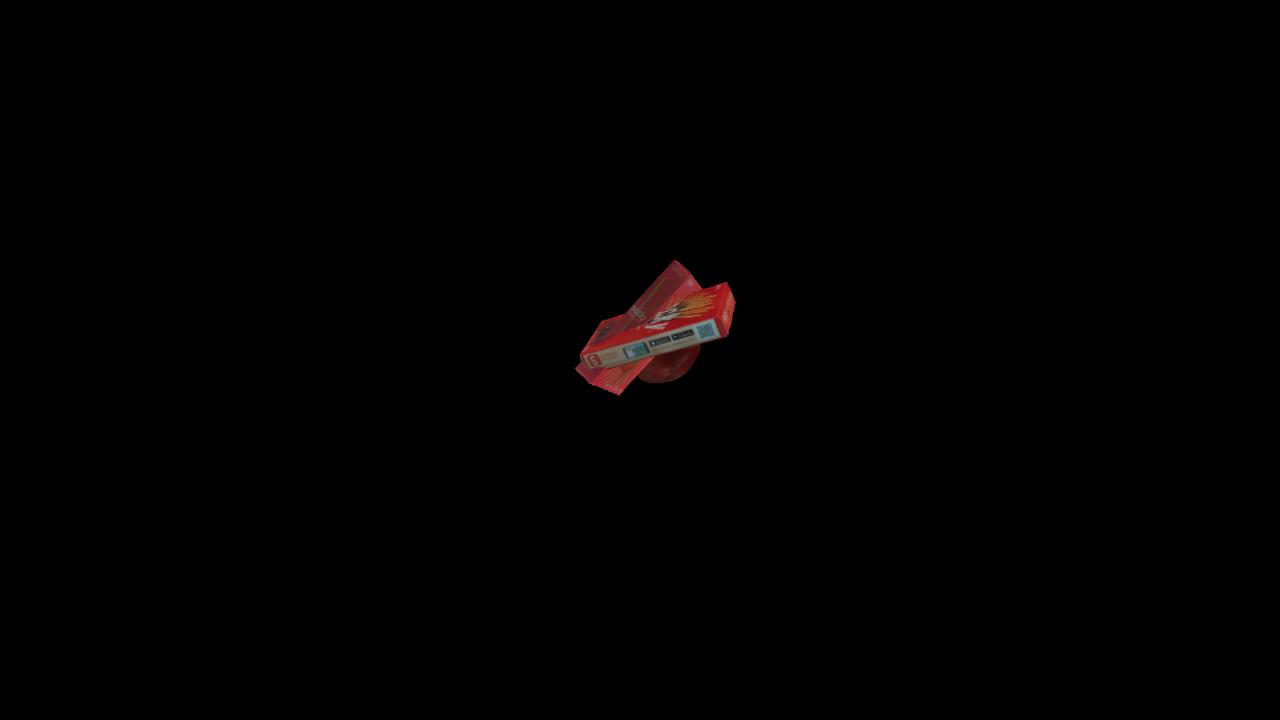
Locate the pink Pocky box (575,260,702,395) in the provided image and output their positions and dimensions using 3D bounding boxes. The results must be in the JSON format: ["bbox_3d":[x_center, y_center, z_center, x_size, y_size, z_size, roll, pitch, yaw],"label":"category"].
[{"bbox_3d":[0.005,-0.031,0.663,0.029,0.155,0.084,44,5,22],"label":"pink Pocky box"}]

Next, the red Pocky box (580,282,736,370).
[{"bbox_3d":[0.019,-0.033,0.635,0.155,0.028,0.083,-15,24,22],"label":"red Pocky box"}]

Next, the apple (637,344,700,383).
[{"bbox_3d":[0.029,-0.010,0.765,0.093,0.079,0.079,-27,-16,35],"label":"apple"}]
